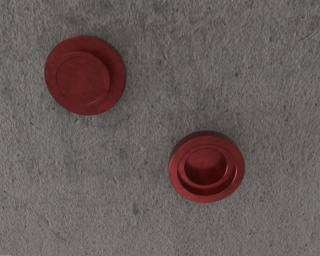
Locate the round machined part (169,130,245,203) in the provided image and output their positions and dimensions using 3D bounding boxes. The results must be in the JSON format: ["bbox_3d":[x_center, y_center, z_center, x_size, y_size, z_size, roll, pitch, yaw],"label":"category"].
[{"bbox_3d":[0.060,0.048,0.419,0.099,0.042,0.097,0,110,0],"label":"round machined part"}]

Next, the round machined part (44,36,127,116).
[{"bbox_3d":[-0.092,-0.061,0.377,0.099,0.042,0.097,0,110,0],"label":"round machined part"}]
